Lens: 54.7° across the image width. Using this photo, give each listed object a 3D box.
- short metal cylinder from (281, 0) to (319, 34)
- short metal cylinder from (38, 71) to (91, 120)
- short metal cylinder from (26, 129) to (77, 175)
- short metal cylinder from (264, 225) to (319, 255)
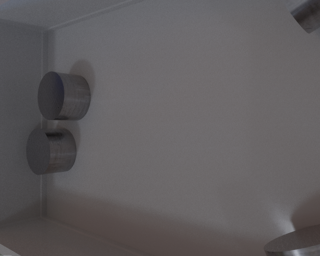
[{"bbox_3d":[0.130,-0.129,0.264,0.050,0.081,0.080,-33,70,35],"label":"short metal cylinder"},{"bbox_3d":[-0.163,-0.053,0.526,0.080,0.050,0.080,0,90,40],"label":"short metal cylinder"},{"bbox_3d":[-0.194,0.041,0.551,0.080,0.050,0.080,0,90,40],"label":"short metal cylinder"},{"bbox_3d":[0.136,0.115,0.259,0.080,0.081,0.050,-29,72,36],"label":"short metal cylinder"}]
